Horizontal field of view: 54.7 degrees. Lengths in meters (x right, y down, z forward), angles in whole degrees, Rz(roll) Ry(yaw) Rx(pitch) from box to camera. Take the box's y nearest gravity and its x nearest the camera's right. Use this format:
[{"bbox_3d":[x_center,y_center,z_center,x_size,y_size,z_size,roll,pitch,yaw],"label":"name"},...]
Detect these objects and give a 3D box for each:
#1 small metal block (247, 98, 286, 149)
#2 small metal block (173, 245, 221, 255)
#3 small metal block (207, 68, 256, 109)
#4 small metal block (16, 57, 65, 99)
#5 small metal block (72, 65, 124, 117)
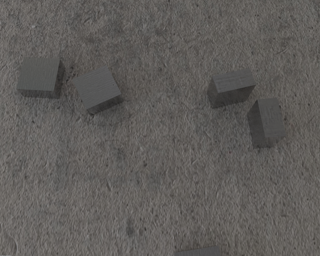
[{"bbox_3d":[0.135,-0.005,0.397,0.025,0.050,0.050,-5,70,-2],"label":"small metal block"},{"bbox_3d":[0.044,0.163,0.349,0.050,0.025,0.050,-8,70,-3],"label":"small metal block"},{"bbox_3d":[0.094,-0.052,0.414,0.050,0.050,0.025,-13,71,-5],"label":"small metal block"},{"bbox_3d":[-0.165,-0.070,0.432,0.050,0.025,0.050,3,70,1],"label":"small metal block"},{"bbox_3d":[-0.085,-0.051,0.426,0.050,0.025,0.050,-25,72,-9],"label":"small metal block"}]
